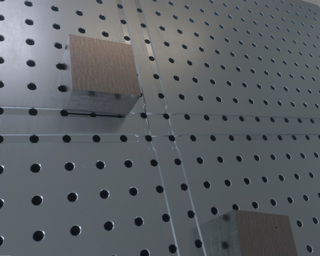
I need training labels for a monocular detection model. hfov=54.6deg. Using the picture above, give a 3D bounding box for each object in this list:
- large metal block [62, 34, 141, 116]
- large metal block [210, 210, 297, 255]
[{"bbox_3d":[-0.076,-0.064,0.390,0.081,0.050,0.080,3,61,-27],"label":"large metal block"},{"bbox_3d":[0.111,0.145,0.362,0.081,0.050,0.080,12,57,-22],"label":"large metal block"}]
